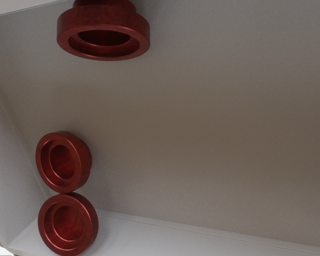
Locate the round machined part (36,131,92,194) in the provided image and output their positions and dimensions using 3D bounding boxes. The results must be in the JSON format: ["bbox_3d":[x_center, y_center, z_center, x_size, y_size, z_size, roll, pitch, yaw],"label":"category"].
[{"bbox_3d":[-0.149,0.052,0.496,0.098,0.042,0.097,6,103,28],"label":"round machined part"}]

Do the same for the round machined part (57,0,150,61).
[{"bbox_3d":[-0.060,-0.110,0.338,0.098,0.098,0.042,-6,81,31],"label":"round machined part"}]

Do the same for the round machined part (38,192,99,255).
[{"bbox_3d":[-0.142,0.150,0.498,0.098,0.042,0.097,1,93,18],"label":"round machined part"}]
